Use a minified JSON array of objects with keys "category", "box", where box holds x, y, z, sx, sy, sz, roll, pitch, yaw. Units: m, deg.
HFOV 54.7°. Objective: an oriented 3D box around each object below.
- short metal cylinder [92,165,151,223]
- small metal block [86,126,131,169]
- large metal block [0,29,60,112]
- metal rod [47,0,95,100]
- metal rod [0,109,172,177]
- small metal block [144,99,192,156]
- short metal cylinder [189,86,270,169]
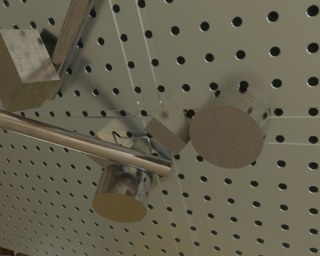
[{"category":"short metal cylinder","box":[-0.056,0.101,0.471,0.080,0.050,0.080,4,134,5]},{"category":"small metal block","box":[-0.080,0.034,0.475,0.050,0.025,0.050,39,129,2]},{"category":"large metal block","box":[-0.191,-0.078,0.427,0.080,0.050,0.080,-35,77,43]},{"category":"metal rod","box":[-0.097,-0.142,0.374,0.025,0.025,0.298,39,129,1]},{"category":"metal rod","box":[-0.131,0.014,0.429,0.302,0.025,0.025,17,128,-5]},{"category":"small metal block","box":[0.016,-0.002,0.385,0.050,0.050,0.025,40,129,1]},{"category":"short metal cylinder","box":[0.080,-0.001,0.352,0.080,0.050,0.079,13,124,21]}]
